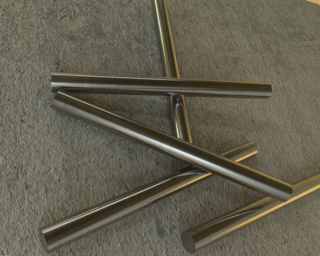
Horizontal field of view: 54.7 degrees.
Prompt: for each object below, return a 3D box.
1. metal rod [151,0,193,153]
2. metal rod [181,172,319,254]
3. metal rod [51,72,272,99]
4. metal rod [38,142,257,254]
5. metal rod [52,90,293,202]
[{"bbox_3d":[0.015,-0.093,0.468,0.025,0.025,0.299,6,59,-25],"label":"metal rod"},{"bbox_3d":[0.156,0.102,0.424,0.303,0.025,0.025,-11,68,-33],"label":"metal rod"},{"bbox_3d":[0.015,-0.055,0.415,0.302,0.025,0.025,0,62,-18],"label":"metal rod"},{"bbox_3d":[0.013,0.068,0.368,0.302,0.025,0.025,-17,71,-35],"label":"metal rod"},{"bbox_3d":[0.019,0.024,0.373,0.301,0.025,0.025,22,53,-5],"label":"metal rod"}]
